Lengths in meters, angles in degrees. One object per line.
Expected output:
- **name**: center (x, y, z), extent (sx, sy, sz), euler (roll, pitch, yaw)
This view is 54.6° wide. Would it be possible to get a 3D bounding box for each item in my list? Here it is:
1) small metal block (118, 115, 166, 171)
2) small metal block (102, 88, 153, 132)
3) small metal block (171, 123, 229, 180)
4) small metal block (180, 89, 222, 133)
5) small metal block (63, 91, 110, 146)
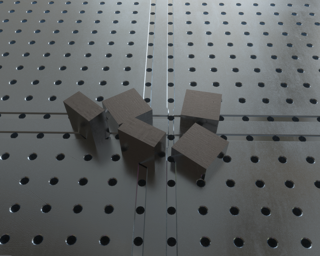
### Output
- **small metal block**: center (-0.021, 0.019, 0.376), extent (0.050, 0.050, 0.025), euler (25, 55, 20)
- **small metal block**: center (-0.045, -0.023, 0.427), extent (0.050, 0.025, 0.050), euler (-26, 55, -20)
- **small metal block**: center (0.049, 0.028, 0.385), extent (0.050, 0.025, 0.050), euler (32, 57, 24)
- **small metal block**: center (0.057, -0.024, 0.429), extent (0.050, 0.025, 0.050), euler (9, 51, 7)
- **small metal block**: center (-0.094, -0.012, 0.401), extent (0.050, 0.050, 0.025), euler (35, 58, 25)
